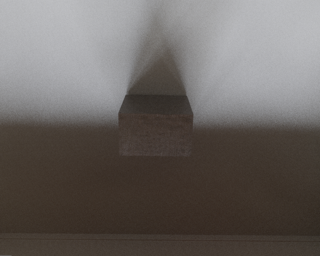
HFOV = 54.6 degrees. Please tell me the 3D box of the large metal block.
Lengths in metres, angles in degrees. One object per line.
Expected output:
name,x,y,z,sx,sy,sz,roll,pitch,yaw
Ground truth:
large metal block,-0.005,-0.006,0.377,0.080,0.080,0.050,1,110,-1
